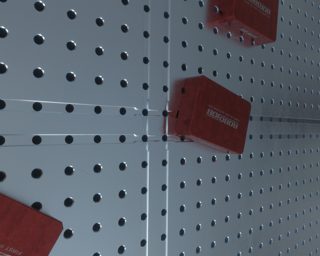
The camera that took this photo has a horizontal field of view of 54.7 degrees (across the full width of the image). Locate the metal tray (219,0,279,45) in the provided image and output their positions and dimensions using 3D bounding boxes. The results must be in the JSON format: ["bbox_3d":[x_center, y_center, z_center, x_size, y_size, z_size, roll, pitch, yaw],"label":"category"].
[{"bbox_3d":[0.159,-0.209,0.542,0.131,0.030,0.089,9,84,-40],"label":"metal tray"}]

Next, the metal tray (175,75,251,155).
[{"bbox_3d":[0.087,-0.016,0.482,0.131,0.030,0.090,21,77,-38],"label":"metal tray"}]

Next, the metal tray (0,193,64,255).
[{"bbox_3d":[-0.164,0.098,0.270,0.130,0.030,0.090,41,65,-33],"label":"metal tray"}]
